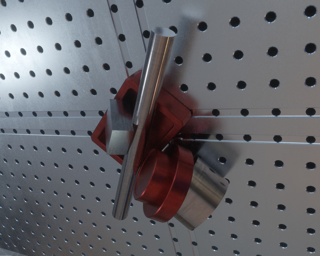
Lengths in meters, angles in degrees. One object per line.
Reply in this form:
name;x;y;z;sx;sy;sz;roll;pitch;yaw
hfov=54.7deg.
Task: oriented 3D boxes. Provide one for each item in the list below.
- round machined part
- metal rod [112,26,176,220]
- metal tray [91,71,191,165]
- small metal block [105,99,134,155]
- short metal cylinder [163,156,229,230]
round machined part;-0.001;0.064;0.389;0.042;0.098;0.097;24;130;-14
metal rod;-0.030;0.019;0.398;0.025;0.025;0.298;25;127;12
metal tray;-0.030;-0.001;0.421;0.090;0.030;0.129;40;129;0
small metal block;-0.053;-0.001;0.393;0.025;0.050;0.050;2;140;-18
short metal cylinder;0.043;0.083;0.402;0.050;0.080;0.080;40;129;1
